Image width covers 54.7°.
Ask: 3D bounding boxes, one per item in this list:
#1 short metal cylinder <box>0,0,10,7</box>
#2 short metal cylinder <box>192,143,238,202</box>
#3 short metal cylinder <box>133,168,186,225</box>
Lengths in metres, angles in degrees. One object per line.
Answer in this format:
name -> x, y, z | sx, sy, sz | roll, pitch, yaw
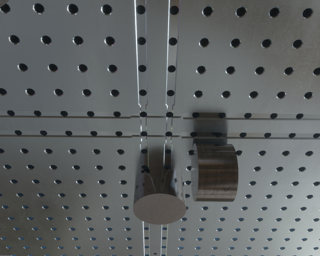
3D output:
short metal cylinder -> -0.156, -0.150, 0.266 | 0.081, 0.050, 0.079 | 0, 130, 0
short metal cylinder -> 0.073, 0.061, 0.428 | 0.050, 0.080, 0.079 | 1, 130, -1
short metal cylinder -> 0.000, 0.108, 0.487 | 0.081, 0.050, 0.079 | 0, 130, 0
